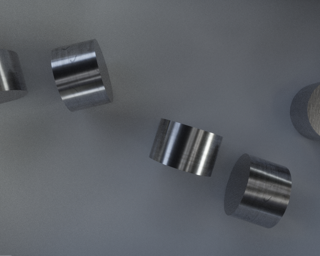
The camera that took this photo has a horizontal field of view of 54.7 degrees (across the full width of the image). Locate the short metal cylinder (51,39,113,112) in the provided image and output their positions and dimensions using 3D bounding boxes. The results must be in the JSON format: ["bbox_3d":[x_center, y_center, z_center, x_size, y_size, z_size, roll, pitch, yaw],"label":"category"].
[{"bbox_3d":[-0.094,-0.064,0.383,0.050,0.080,0.080,-14,90,0],"label":"short metal cylinder"}]

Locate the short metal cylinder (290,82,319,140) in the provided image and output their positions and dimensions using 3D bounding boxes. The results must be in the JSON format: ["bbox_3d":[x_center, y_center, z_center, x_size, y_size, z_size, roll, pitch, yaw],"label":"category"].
[{"bbox_3d":[0.219,-0.022,0.402,0.081,0.050,0.079,0,90,-1],"label":"short metal cylinder"}]

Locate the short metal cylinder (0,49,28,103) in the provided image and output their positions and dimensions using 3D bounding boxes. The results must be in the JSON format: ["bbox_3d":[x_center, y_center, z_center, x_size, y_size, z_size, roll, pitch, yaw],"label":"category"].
[{"bbox_3d":[-0.211,-0.060,0.381,0.080,0.080,0.050,-15,90,0],"label":"short metal cylinder"}]

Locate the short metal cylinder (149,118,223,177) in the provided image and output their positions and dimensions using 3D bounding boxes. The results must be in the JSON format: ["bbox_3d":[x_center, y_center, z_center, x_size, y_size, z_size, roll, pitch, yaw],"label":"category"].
[{"bbox_3d":[0.032,0.023,0.384,0.080,0.080,0.050,17,90,-1],"label":"short metal cylinder"}]

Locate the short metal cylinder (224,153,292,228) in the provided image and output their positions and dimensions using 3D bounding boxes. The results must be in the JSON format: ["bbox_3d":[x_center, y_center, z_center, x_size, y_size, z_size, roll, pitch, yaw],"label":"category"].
[{"bbox_3d":[0.119,0.077,0.386,0.050,0.080,0.080,19,90,-1],"label":"short metal cylinder"}]
